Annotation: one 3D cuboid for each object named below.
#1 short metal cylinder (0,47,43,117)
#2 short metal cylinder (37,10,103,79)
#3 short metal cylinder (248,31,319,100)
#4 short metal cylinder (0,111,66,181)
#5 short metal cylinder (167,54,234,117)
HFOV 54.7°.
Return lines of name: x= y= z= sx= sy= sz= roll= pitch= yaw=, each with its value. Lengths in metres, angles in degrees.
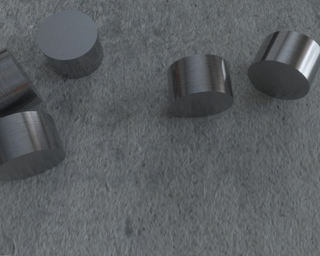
short metal cylinder: x=-0.196 y=-0.055 z=0.397 sx=0.050 sy=0.080 sz=0.080 roll=-33 pitch=74 yaw=-11
short metal cylinder: x=-0.124 y=-0.117 z=0.436 sx=0.081 sy=0.050 sz=0.080 roll=0 pitch=70 yaw=0
short metal cylinder: x=0.165 y=-0.081 z=0.411 sx=0.080 sy=0.080 sz=0.050 roll=28 pitch=72 yaw=9
short metal cylinder: x=-0.160 y=0.022 z=0.369 sx=0.080 sy=0.080 sz=0.050 roll=-23 pitch=72 yaw=-8
short metal cylinder: x=0.051 y=-0.052 z=0.398 sx=0.081 sy=0.080 sz=0.050 roll=-3 pitch=70 yaw=-2
